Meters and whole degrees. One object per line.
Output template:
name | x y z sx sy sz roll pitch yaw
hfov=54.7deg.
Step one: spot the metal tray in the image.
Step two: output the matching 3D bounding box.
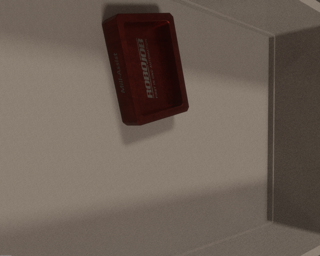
metal tray | -0.014 -0.075 0.392 0.091 0.030 0.129 -18 102 -39
